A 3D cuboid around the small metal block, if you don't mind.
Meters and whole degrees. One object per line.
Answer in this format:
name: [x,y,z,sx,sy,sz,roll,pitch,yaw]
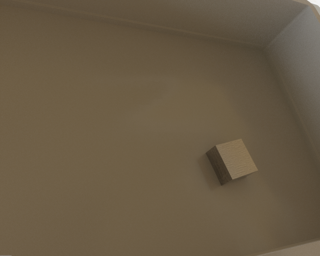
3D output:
small metal block: [0.099,0.047,0.430,0.050,0.025,0.050,-11,67,-33]
